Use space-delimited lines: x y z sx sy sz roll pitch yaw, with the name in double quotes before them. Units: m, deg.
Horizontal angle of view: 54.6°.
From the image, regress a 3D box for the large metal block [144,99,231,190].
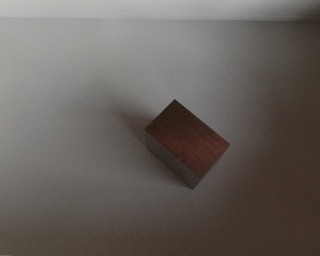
"large metal block" 0.029 0.023 0.372 0.080 0.080 0.050 41 75 13
